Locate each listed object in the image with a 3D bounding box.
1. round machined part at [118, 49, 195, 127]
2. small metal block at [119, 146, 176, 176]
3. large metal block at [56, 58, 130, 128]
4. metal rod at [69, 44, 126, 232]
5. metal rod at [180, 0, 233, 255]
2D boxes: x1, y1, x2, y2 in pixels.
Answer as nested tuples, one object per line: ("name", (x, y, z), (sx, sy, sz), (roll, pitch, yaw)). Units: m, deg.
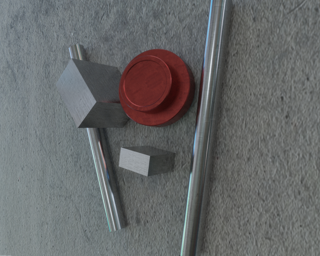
("round machined part", (-0.010, -0.051, 0.384), (0.098, 0.042, 0.097), (-2, 84, 24))
("small metal block", (-0.016, 0.041, 0.400), (0.050, 0.050, 0.025), (12, 98, 39))
("large metal block", (-0.087, -0.047, 0.438), (0.050, 0.081, 0.080), (-48, 62, 29))
("metal rod", (-0.100, 0.008, 0.484), (0.025, 0.025, 0.299), (-25, 75, 37))
("metal rod", (0.052, 0.005, 0.360), (0.025, 0.025, 0.298), (10, 97, 39))
